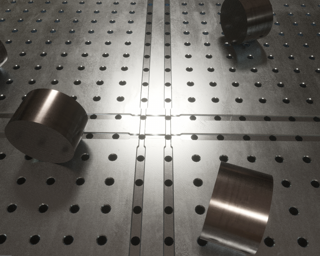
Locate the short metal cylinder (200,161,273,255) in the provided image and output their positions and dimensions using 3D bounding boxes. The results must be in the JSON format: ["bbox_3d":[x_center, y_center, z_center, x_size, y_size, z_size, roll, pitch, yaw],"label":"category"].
[{"bbox_3d":[0.075,0.078,0.307,0.050,0.080,0.080,15,52,12],"label":"short metal cylinder"}]

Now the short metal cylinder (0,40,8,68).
[{"bbox_3d":[-0.280,-0.111,0.461,0.080,0.080,0.050,12,51,9],"label":"short metal cylinder"}]

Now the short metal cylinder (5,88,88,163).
[{"bbox_3d":[-0.133,-0.001,0.371,0.080,0.080,0.050,8,51,6],"label":"short metal cylinder"}]

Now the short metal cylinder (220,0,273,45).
[{"bbox_3d":[0.147,-0.189,0.532,0.050,0.080,0.080,-19,53,-16],"label":"short metal cylinder"}]
